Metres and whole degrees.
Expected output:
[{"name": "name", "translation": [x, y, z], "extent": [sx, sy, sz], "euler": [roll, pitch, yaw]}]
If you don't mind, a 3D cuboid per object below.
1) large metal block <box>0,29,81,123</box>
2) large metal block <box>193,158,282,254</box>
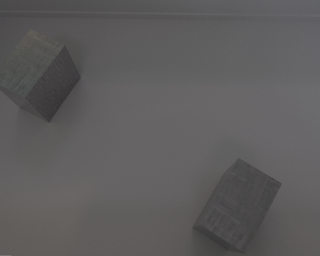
[{"name": "large metal block", "translation": [-0.156, -0.064, 0.403], "extent": [0.050, 0.080, 0.080], "euler": [26, 72, 9]}, {"name": "large metal block", "translation": [0.082, 0.089, 0.348], "extent": [0.050, 0.080, 0.080], "euler": [31, 73, 11]}]
